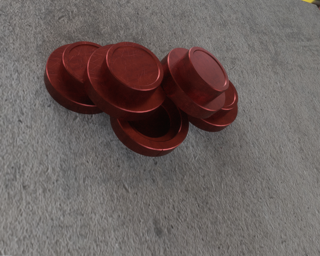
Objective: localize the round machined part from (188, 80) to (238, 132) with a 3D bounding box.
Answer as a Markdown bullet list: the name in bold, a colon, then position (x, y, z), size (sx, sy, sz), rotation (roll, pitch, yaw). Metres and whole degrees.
- **round machined part**: position (0.077, -0.046, 0.466), size (0.099, 0.042, 0.098), rotation (14, 56, -21)

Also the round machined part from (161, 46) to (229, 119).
- **round machined part**: position (0.049, -0.064, 0.395), size (0.099, 0.042, 0.098), rotation (25, 46, -29)

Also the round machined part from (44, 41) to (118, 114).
- **round machined part**: position (-0.091, -0.069, 0.388), size (0.099, 0.042, 0.098), rotation (14, 56, -21)

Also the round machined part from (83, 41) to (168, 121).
- **round machined part**: position (-0.035, -0.061, 0.359), size (0.099, 0.042, 0.098), rotation (14, 56, -21)

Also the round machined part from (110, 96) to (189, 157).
- **round machined part**: position (-0.016, -0.008, 0.392), size (0.099, 0.042, 0.098), rotation (14, 56, -21)
